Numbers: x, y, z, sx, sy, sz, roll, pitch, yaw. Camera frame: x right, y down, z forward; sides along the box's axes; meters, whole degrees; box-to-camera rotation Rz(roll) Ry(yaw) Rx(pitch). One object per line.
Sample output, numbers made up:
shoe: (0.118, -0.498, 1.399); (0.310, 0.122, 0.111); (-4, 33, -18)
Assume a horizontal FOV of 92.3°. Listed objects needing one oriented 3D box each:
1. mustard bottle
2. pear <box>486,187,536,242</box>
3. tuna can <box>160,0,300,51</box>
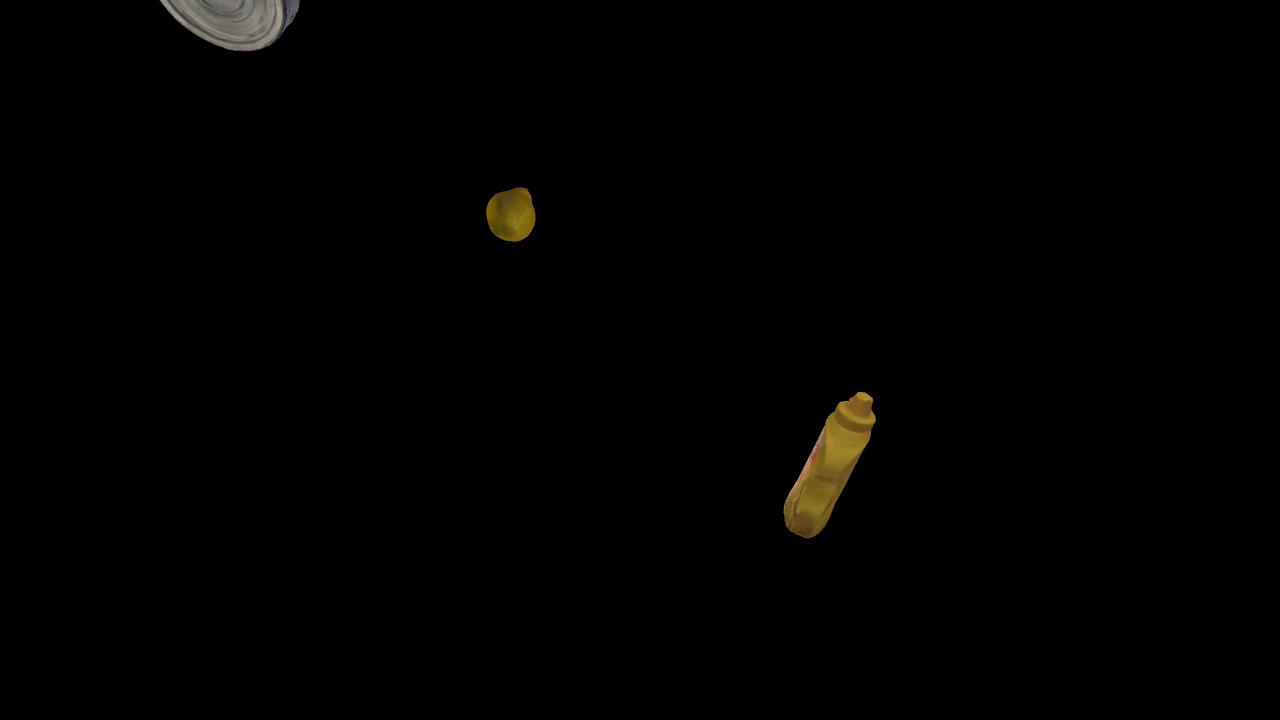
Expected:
mustard bottle: (0.221, 0.112, 0.702); (0.054, 0.184, 0.092); (28, 35, 20)
pear: (-0.192, -0.242, 0.964); (0.080, 0.111, 0.080); (14, -28, 8)
tuna can: (-0.279, -0.255, 0.413); (0.084, 0.034, 0.084); (-3, -39, -2)
